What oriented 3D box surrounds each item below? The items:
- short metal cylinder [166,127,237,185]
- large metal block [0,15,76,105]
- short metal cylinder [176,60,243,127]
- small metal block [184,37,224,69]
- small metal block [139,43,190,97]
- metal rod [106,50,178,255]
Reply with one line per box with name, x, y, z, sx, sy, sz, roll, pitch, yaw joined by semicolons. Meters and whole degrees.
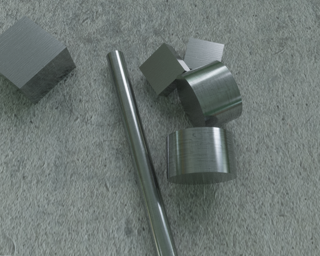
short metal cylinder;0.048;0.036;0.367;0.081;0.080;0.050;-1;70;-1
large metal block;-0.179;-0.093;0.427;0.080;0.050;0.080;38;74;12
short metal cylinder;0.061;-0.039;0.394;0.050;0.080;0.080;-24;72;-8
small metal block;0.061;-0.097;0.444;0.050;0.025;0.050;13;70;4
small metal block;0.007;-0.079;0.424;0.050;0.025;0.050;-41;72;22
metal rod;-0.025;0.032;0.396;0.025;0.025;0.299;-14;71;-6
